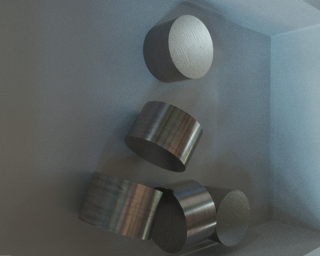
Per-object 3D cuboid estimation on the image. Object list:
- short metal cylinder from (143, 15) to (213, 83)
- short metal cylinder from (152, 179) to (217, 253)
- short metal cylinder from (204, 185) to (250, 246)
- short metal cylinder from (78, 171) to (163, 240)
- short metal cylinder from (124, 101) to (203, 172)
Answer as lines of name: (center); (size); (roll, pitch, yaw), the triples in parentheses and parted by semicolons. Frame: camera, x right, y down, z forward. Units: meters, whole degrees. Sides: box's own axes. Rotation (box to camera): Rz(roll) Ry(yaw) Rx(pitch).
short metal cylinder: (0.025, -0.102, 0.411); (0.081, 0.050, 0.080); (0, 90, -40)
short metal cylinder: (0.024, 0.109, 0.391); (0.050, 0.080, 0.079); (-6, 94, -40)
short metal cylinder: (0.091, 0.130, 0.467); (0.081, 0.050, 0.080); (0, 90, -40)
short metal cylinder: (-0.041, 0.083, 0.336); (0.080, 0.080, 0.050); (28, 73, -37)
short metal cylinder: (0.005, 0.012, 0.374); (0.080, 0.080, 0.050); (43, 64, -32)
